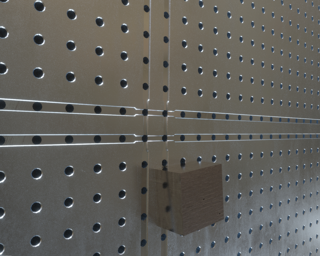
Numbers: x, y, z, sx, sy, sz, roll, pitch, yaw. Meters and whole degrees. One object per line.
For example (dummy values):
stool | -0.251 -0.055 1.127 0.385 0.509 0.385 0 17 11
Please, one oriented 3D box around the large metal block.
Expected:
large metal block | 0.042 0.093 0.431 0.081 0.050 0.079 -6 94 -40
